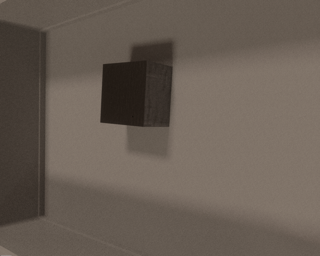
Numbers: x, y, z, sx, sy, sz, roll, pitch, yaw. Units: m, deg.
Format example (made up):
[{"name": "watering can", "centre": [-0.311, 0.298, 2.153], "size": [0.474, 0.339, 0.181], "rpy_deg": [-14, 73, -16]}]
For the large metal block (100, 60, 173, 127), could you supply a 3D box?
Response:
[{"name": "large metal block", "centre": [-0.032, -0.044, 0.415], "size": [0.080, 0.050, 0.079], "rpy_deg": [5, 94, 39]}]
